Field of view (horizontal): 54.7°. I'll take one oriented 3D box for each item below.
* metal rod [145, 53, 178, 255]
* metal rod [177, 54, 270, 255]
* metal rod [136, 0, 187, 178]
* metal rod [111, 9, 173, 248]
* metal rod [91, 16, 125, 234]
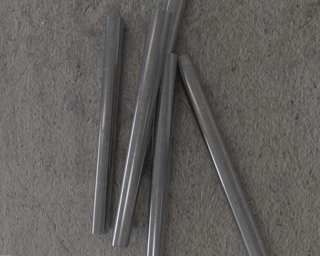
[{"bbox_3d":[0.000,0.057,0.397,0.025,0.025,0.298,6,96,20],"label":"metal rod"},{"bbox_3d":[0.080,0.050,0.380,0.025,0.025,0.299,-23,83,18],"label":"metal rod"},{"bbox_3d":[0.001,-0.079,0.408,0.025,0.025,0.298,16,95,19],"label":"metal rod"},{"bbox_3d":[-0.026,0.011,0.383,0.025,0.025,0.298,15,103,19],"label":"metal rod"},{"bbox_3d":[-0.073,-0.003,0.434,0.025,0.025,0.298,5,92,20],"label":"metal rod"}]
